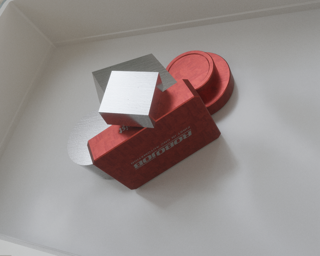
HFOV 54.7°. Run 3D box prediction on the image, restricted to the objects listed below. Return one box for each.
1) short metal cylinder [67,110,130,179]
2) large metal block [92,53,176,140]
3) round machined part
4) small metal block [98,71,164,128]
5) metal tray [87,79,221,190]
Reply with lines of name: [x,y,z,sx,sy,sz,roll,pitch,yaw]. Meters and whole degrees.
short metal cylinder: [-0.074,0.022,0.411,0.080,0.050,0.080,-13,56,20]
large metal block: [-0.027,-0.039,0.379,0.081,0.050,0.080,-22,49,-16]
round machined part: [0.044,-0.063,0.407,0.098,0.042,0.098,-13,56,20]
small metal block: [-0.028,-0.029,0.313,0.050,0.025,0.050,4,62,15]
metal tray: [-0.003,0.013,0.354,0.130,0.090,0.030,-33,51,6]
